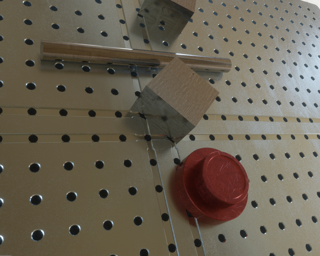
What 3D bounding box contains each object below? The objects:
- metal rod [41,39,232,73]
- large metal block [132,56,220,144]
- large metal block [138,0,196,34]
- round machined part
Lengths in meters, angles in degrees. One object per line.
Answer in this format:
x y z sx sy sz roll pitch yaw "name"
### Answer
-0.016 -0.103 0.461 0.303 0.025 0.025 -2 63 -29 "metal rod"
0.023 -0.040 0.429 0.080 0.050 0.080 40 51 -1 "large metal block"
0.016 -0.223 0.537 0.080 0.050 0.080 21 54 -16 "large metal block"
0.073 0.069 0.394 0.099 0.042 0.098 14 56 -21 "round machined part"
